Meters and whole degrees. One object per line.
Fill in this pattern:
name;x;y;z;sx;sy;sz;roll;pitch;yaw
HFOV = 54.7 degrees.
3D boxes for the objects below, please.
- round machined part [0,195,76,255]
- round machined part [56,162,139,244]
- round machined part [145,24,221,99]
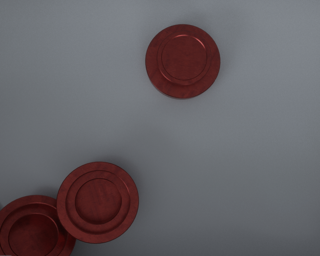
round machined part;-0.157;0.137;0.384;0.099;0.042;0.098;17;48;-19
round machined part;-0.078;0.093;0.395;0.099;0.042;0.097;2;81;-10
round machined part;0.030;-0.087;0.403;0.099;0.042;0.097;0;90;-1
